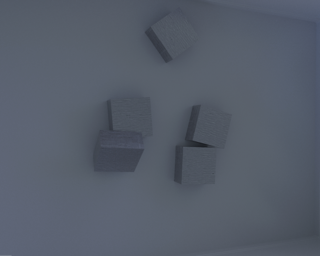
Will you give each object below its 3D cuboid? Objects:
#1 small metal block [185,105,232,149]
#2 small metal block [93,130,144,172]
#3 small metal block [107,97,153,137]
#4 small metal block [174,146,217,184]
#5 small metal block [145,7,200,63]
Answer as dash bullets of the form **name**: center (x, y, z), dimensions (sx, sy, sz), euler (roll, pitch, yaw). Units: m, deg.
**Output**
- **small metal block**: center (0.068, -0.001, 0.435), dimensions (0.050, 0.025, 0.050), euler (15, 85, -20)
- **small metal block**: center (-0.051, 0.029, 0.376), dimensions (0.050, 0.050, 0.025), euler (4, 49, -20)
- **small metal block**: center (-0.039, -0.012, 0.396), dimensions (0.050, 0.025, 0.050), euler (-5, 92, -20)
- **small metal block**: center (0.049, 0.051, 0.428), dimensions (0.050, 0.025, 0.050), euler (3, 89, -20)
- **small metal block**: center (0.017, -0.124, 0.416), dimensions (0.050, 0.025, 0.050), euler (-40, 103, -16)
